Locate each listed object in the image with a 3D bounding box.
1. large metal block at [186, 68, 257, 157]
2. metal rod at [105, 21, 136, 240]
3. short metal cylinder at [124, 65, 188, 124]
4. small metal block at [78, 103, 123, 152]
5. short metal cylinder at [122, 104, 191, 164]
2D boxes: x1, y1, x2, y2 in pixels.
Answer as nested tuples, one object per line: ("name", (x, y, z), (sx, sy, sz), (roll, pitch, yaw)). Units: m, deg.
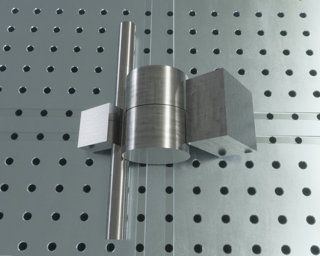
("large metal block", (0.075, -0.015, 0.377), (0.050, 0.080, 0.080), (-14, 66, 36))
("metal rod", (-0.049, -0.011, 0.411), (0.025, 0.025, 0.299), (1, 70, 0))
("short metal cylinder", (-0.004, -0.037, 0.392), (0.081, 0.080, 0.050), (0, 70, 0))
("small metal block", (-0.076, 0.000, 0.395), (0.050, 0.025, 0.050), (-13, 65, 32))
("short metal cylinder", (-0.004, 0.010, 0.374), (0.081, 0.080, 0.050), (0, 70, 0))
